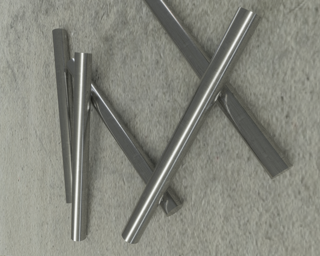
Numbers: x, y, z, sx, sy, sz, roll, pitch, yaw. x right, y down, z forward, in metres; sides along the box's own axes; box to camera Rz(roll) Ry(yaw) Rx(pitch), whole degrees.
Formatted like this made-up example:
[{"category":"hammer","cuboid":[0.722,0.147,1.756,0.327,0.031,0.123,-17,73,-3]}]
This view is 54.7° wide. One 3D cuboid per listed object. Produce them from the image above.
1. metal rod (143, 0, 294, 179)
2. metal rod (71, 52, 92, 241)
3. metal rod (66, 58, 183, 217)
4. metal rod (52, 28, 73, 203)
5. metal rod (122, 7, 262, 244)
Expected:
[{"category":"metal rod","cuboid":[0.049,-0.075,0.362,0.025,0.025,0.299,-45,63,30]},{"category":"metal rod","cuboid":[-0.123,0.036,0.481,0.025,0.025,0.298,15,106,39]},{"category":"metal rod","cuboid":[-0.064,-0.002,0.455,0.300,0.025,0.025,52,120,27]},{"category":"metal rod","cuboid":[-0.161,-0.023,0.534,0.025,0.025,0.298,-10,83,39]},{"category":"metal rod","cuboid":[0.024,0.014,0.349,0.025,0.025,0.298,40,114,32]}]
